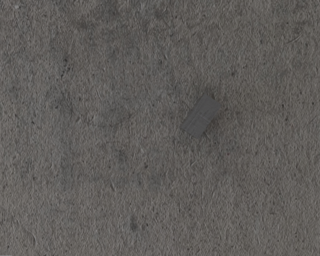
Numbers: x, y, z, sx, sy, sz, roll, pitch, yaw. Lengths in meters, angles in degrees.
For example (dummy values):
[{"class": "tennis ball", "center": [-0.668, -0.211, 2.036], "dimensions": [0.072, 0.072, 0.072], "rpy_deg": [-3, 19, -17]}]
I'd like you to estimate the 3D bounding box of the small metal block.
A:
[{"class": "small metal block", "center": [0.050, -0.014, 0.398], "dimensions": [0.025, 0.050, 0.050], "rpy_deg": [35, 90, 0]}]
